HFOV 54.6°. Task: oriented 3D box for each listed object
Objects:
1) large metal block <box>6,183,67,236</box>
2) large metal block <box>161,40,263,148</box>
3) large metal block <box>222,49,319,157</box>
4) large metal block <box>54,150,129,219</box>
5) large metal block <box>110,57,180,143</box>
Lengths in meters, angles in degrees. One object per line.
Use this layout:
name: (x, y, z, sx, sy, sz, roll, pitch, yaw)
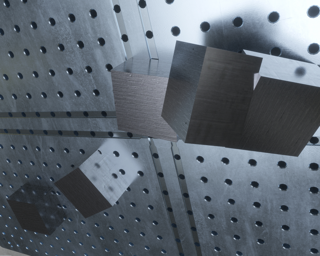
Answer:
large metal block: (-0.249, 0.164, 0.629, 0.080, 0.050, 0.080, 1, 119, 28)
large metal block: (0.042, -0.035, 0.292, 0.050, 0.080, 0.079, 6, 107, -17)
large metal block: (0.109, -0.022, 0.302, 0.081, 0.050, 0.079, 8, 128, -12)
large metal block: (-0.114, 0.094, 0.514, 0.080, 0.050, 0.080, -32, 101, 38)
large metal block: (-0.008, -0.036, 0.377, 0.080, 0.050, 0.080, 11, 123, 22)
